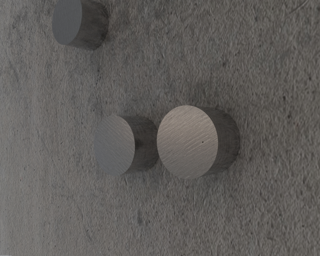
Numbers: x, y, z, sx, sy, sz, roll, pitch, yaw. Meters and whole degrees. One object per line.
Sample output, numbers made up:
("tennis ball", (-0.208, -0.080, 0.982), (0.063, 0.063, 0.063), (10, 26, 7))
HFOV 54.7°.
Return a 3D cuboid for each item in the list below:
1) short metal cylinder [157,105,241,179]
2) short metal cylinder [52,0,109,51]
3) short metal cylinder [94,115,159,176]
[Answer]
("short metal cylinder", (0.043, 0.015, 0.353), (0.080, 0.050, 0.080), (0, 90, 40))
("short metal cylinder", (-0.128, -0.168, 0.494), (0.080, 0.050, 0.080), (0, 90, 40))
("short metal cylinder", (-0.045, 0.023, 0.426), (0.080, 0.050, 0.080), (0, 90, 40))
